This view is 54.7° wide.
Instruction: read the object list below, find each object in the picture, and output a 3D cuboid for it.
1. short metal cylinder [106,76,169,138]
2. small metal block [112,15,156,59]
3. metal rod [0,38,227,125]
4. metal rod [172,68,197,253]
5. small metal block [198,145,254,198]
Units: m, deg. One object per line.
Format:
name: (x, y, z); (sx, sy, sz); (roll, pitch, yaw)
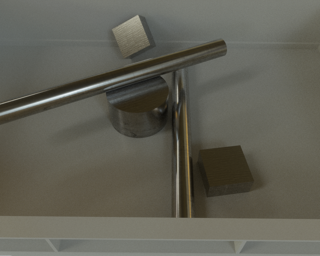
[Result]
short metal cylinder: (-0.029, -0.033, 0.416); (0.081, 0.050, 0.080); (0, 50, 0)
small metal block: (-0.041, -0.145, 0.496); (0.050, 0.050, 0.025); (-21, 2, 23)
metal rod: (-0.049, -0.064, 0.393); (0.302, 0.025, 0.025); (-20, 53, -16)
metal rod: (0.028, 0.004, 0.401); (0.025, 0.025, 0.300); (1, 50, 1)
small metal block: (0.075, 0.050, 0.364); (0.050, 0.025, 0.050); (-6, 50, -6)
